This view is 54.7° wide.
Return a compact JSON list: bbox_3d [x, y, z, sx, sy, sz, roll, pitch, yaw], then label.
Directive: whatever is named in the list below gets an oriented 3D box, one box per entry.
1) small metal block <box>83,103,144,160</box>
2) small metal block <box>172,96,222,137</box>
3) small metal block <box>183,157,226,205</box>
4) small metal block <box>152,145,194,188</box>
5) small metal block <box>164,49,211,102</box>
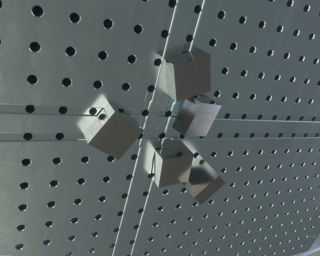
[{"bbox_3d":[-0.057,0.005,0.384,0.050,0.025,0.050,-49,129,6],"label":"small metal block"},{"bbox_3d":[0.051,-0.016,0.422,0.050,0.025,0.050,1,120,-49],"label":"small metal block"},{"bbox_3d":[0.064,0.082,0.483,0.050,0.050,0.025,-42,130,0],"label":"small metal block"},{"bbox_3d":[0.018,0.057,0.458,0.050,0.025,0.050,-7,122,-25],"label":"small metal block"},{"bbox_3d":[0.036,-0.067,0.391,0.050,0.025,0.050,-19,126,-18],"label":"small metal block"}]
